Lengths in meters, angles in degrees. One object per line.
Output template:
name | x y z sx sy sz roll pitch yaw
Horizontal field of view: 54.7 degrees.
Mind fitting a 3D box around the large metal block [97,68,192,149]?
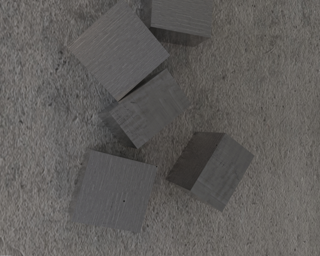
large metal block | -0.022 -0.022 0.371 0.080 0.080 0.050 -40 103 -16

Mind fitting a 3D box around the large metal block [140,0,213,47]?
large metal block | 0.021 -0.157 0.403 0.081 0.050 0.080 4 89 -20

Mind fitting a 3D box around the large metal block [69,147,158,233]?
large metal block | -0.058 0.073 0.374 0.081 0.050 0.080 17 85 -19

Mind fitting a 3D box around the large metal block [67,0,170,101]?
large metal block | -0.048 -0.090 0.368 0.080 0.050 0.080 -42 104 0

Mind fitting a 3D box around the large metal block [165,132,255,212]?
large metal block | 0.062 0.052 0.402 0.050 0.080 0.080 37 78 -17
